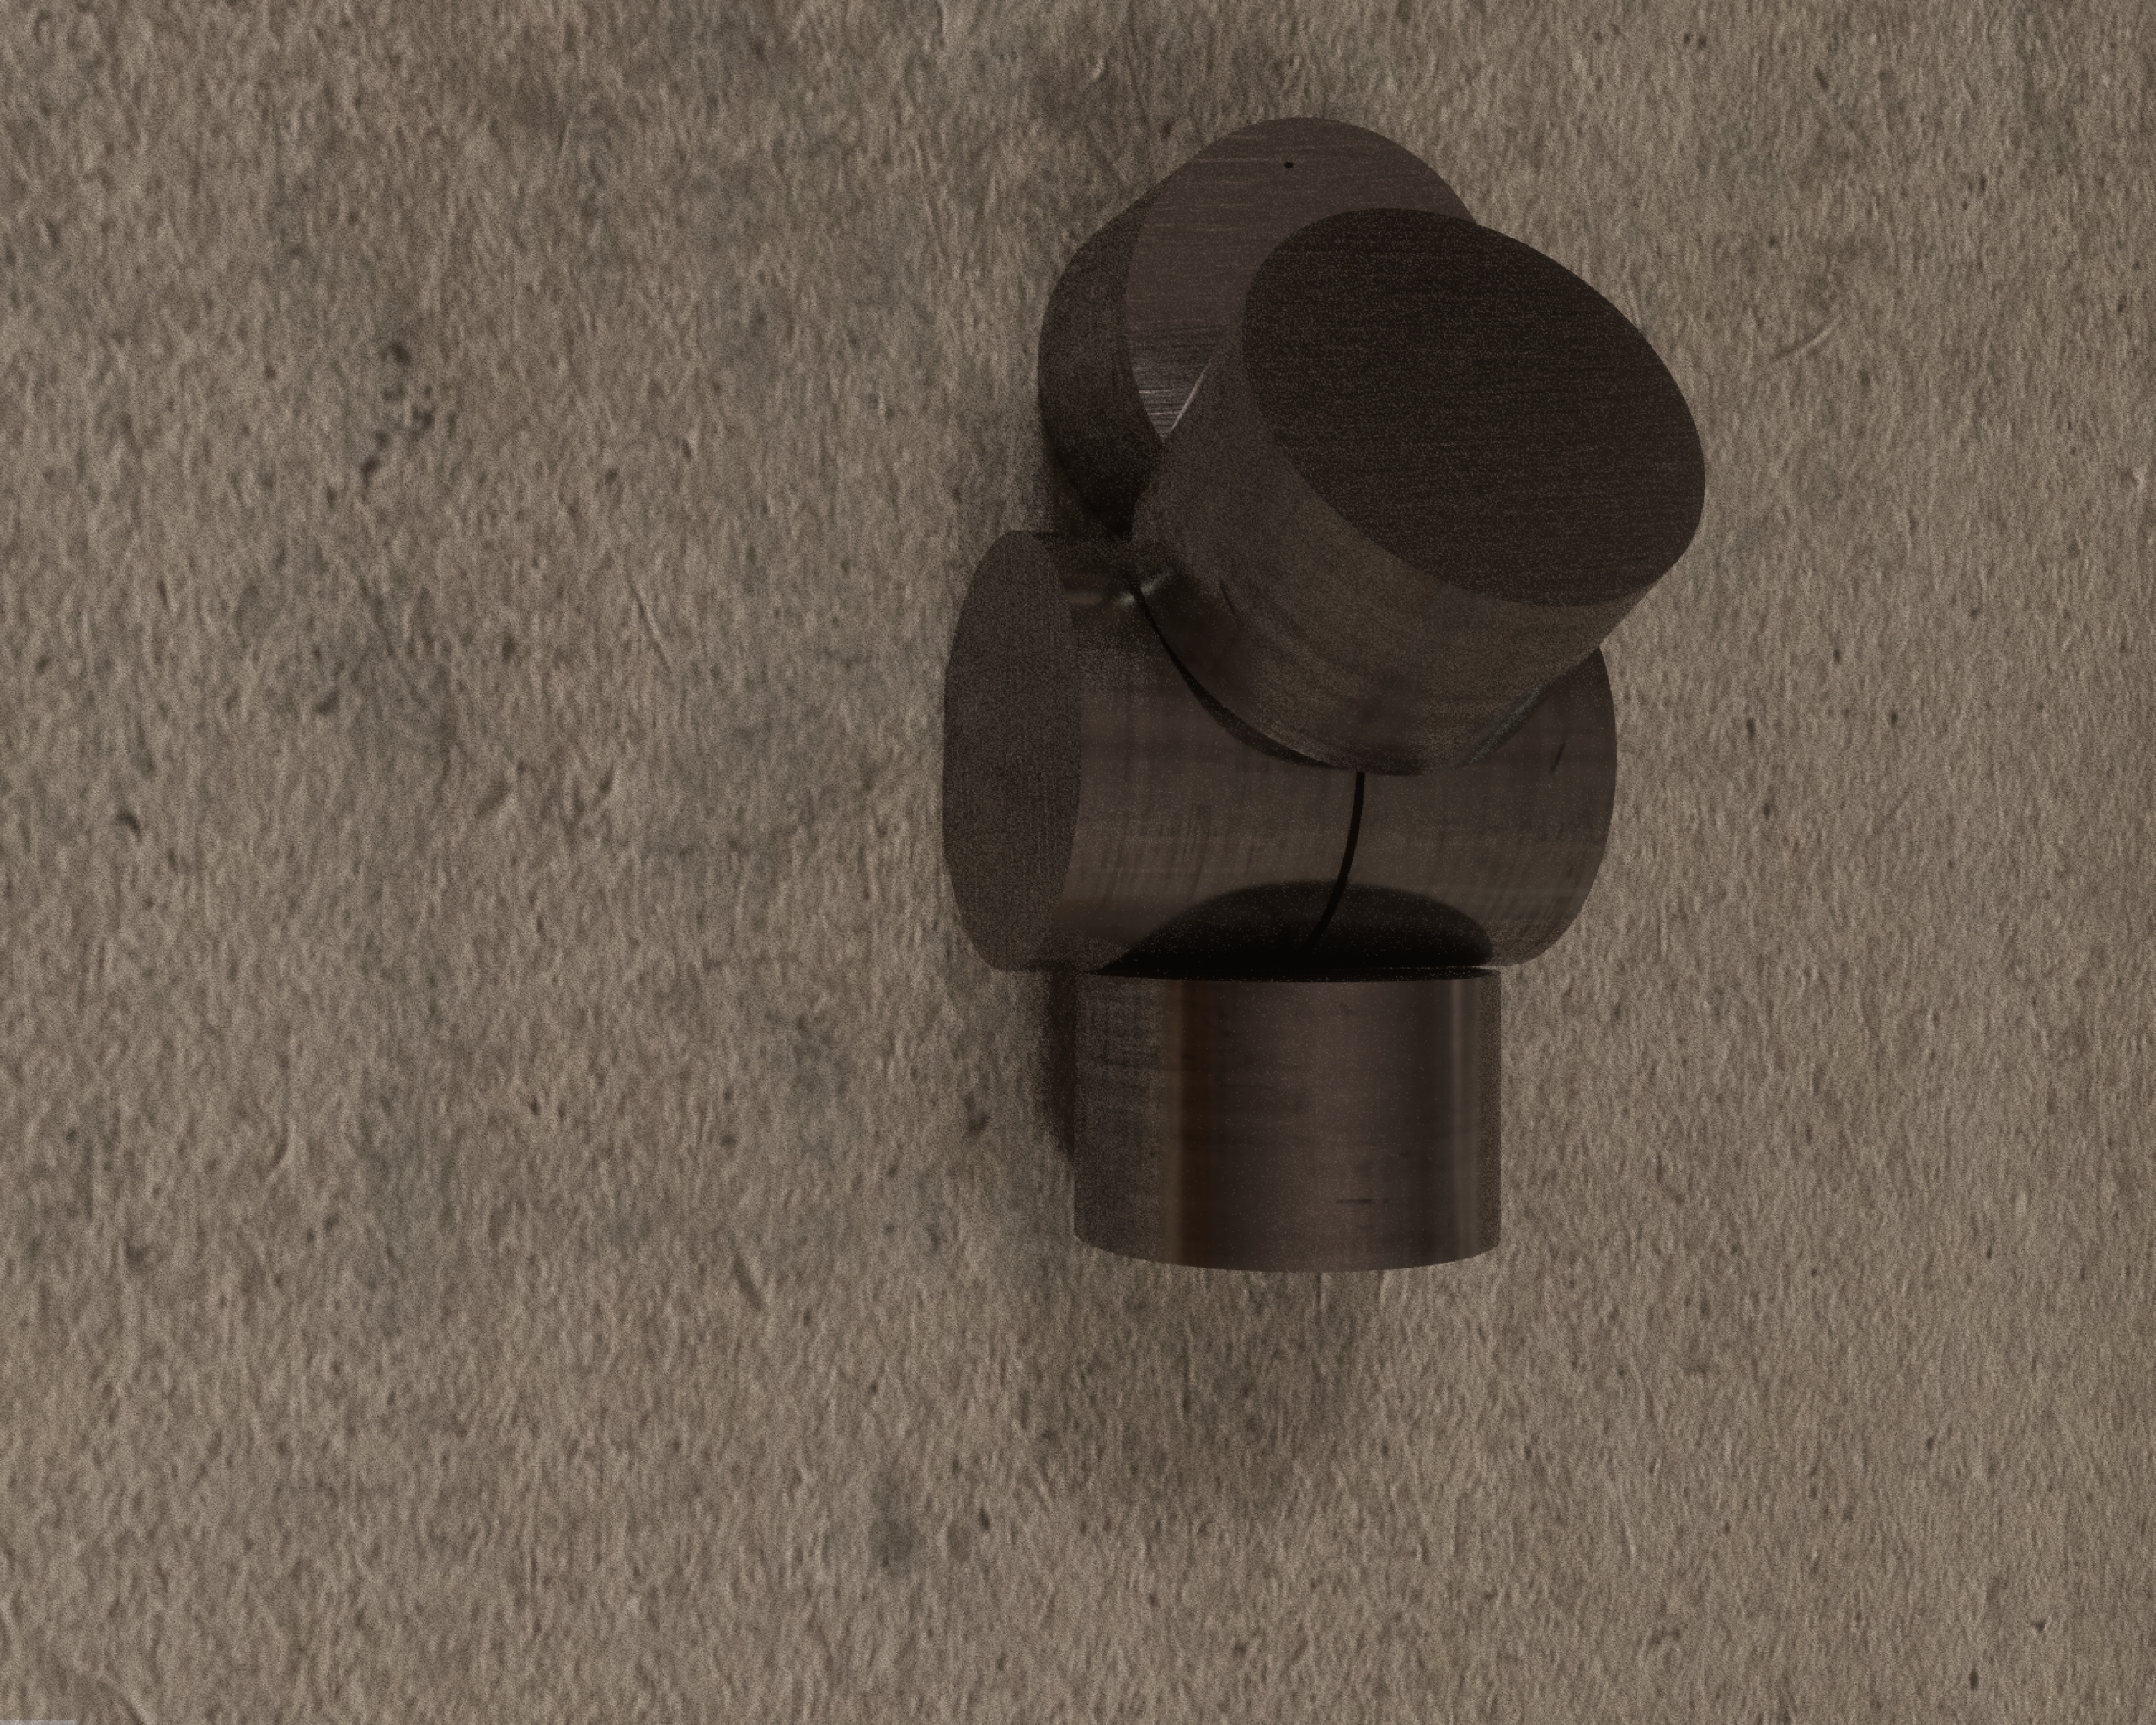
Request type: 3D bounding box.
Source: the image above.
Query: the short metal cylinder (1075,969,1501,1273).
[{"bbox_3d":[0.040,0.045,0.397,0.081,0.080,0.050,0,90,-20],"label":"short metal cylinder"}]

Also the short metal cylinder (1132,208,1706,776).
[{"bbox_3d":[0.055,-0.061,0.348,0.081,0.050,0.080,10,59,-16],"label":"short metal cylinder"}]

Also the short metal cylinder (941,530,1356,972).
[{"bbox_3d":[0.010,-0.020,0.386,0.050,0.080,0.079,1,90,-21],"label":"short metal cylinder"}]

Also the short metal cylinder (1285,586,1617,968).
[{"bbox_3d":[0.060,-0.019,0.404,0.050,0.080,0.079,0,90,-20],"label":"short metal cylinder"}]

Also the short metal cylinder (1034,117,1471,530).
[{"bbox_3d":[0.038,-0.099,0.413,0.081,0.050,0.079,0,90,-21],"label":"short metal cylinder"}]
